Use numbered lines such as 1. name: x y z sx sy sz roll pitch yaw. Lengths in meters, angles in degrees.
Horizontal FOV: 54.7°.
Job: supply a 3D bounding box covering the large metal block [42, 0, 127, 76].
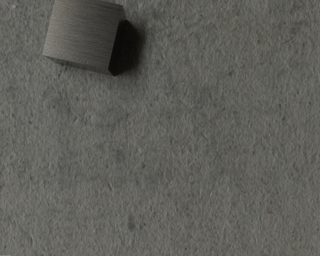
1. large metal block: -0.093 -0.118 0.396 0.080 0.050 0.080 13 90 -1
